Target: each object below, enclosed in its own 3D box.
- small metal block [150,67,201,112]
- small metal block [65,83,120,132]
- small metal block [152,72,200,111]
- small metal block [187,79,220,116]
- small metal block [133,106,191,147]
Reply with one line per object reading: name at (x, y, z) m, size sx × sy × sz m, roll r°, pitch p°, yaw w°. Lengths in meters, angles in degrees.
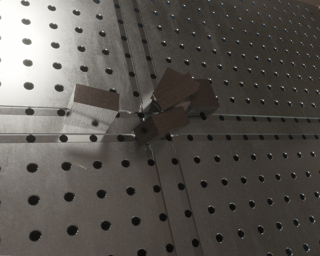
small metal block at (0.021, -0.049, 0.429) m, size 0.050 × 0.025 × 0.050 m, roll 28°, pitch 85°, yaw 4°
small metal block at (-0.080, -0.022, 0.364) m, size 0.050 × 0.050 × 0.025 m, roll 12°, pitch 57°, yaw -22°
small metal block at (0.020, -0.041, 0.391) m, size 0.050 × 0.050 × 0.025 m, roll -30°, pitch 84°, yaw -1°
small metal block at (0.056, -0.047, 0.469) m, size 0.050 × 0.025 × 0.050 m, roll -4°, pitch 64°, yaw -31°
small metal block at (0.002, -0.002, 0.394) m, size 0.050 × 0.050 × 0.025 m, roll -19°, pitch 81°, yaw -36°
